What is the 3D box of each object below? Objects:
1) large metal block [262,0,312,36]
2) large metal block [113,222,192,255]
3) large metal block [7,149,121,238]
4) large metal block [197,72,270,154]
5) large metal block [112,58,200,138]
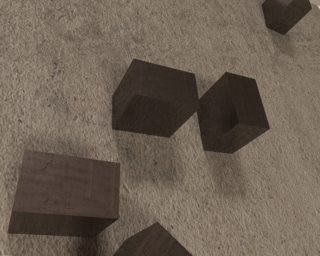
[{"bbox_3d":[0.278,-0.269,0.686,0.050,0.080,0.080,16,55,-20],"label":"large metal block"},{"bbox_3d":[-0.023,0.139,0.273,0.050,0.080,0.080,44,51,2],"label":"large metal block"},{"bbox_3d":[-0.088,0.064,0.282,0.081,0.080,0.050,12,57,-23],"label":"large metal block"},{"bbox_3d":[0.097,-0.018,0.434,0.050,0.080,0.080,9,58,-24],"label":"large metal block"},{"bbox_3d":[-0.008,-0.033,0.385,0.081,0.080,0.050,9,58,-24],"label":"large metal block"}]
